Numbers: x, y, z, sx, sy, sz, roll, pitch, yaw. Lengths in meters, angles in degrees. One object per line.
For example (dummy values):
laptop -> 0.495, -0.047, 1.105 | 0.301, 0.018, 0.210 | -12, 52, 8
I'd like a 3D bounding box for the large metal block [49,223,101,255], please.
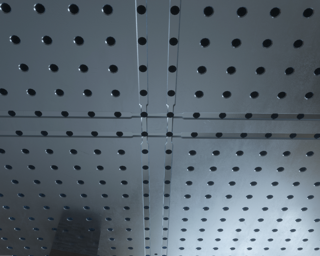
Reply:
large metal block -> -0.166, 0.233, 0.592 | 0.080, 0.050, 0.080 | 16, 128, -14
